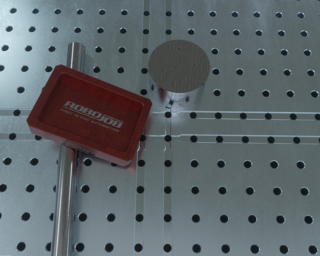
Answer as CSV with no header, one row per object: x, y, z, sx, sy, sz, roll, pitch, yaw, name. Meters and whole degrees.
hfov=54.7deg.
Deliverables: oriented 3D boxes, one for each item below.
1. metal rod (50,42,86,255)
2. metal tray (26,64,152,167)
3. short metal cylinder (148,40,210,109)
-0.117,0.022,0.402,0.025,0.025,0.299,-2,70,-1,metal rod
-0.085,-0.016,0.393,0.131,0.030,0.090,21,66,-8,metal tray
0.025,-0.073,0.425,0.081,0.050,0.080,0,70,-1,short metal cylinder
